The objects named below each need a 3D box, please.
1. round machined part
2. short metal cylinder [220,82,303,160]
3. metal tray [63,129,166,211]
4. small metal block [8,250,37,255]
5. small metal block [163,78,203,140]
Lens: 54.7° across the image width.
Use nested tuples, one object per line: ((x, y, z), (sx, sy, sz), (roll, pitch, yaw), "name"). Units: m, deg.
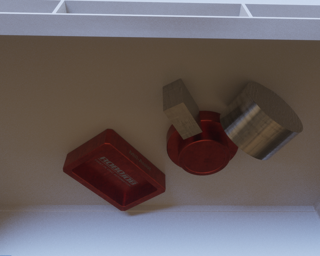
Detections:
((0.058, 0.028, 0.423), (0.099, 0.042, 0.097), (-1, 130, 0), "round machined part")
((0.119, -0.009, 0.368), (0.080, 0.080, 0.050), (24, 126, -20), "short metal cylinder")
((-0.064, 0.068, 0.462), (0.090, 0.030, 0.130), (-31, 124, 23), "metal tray")
((-0.285, 0.283, 0.649), (0.050, 0.025, 0.050), (-13, 129, 10), "small metal block")
((0.027, -0.023, 0.374), (0.025, 0.050, 0.050), (-24, 127, 18), "small metal block")
